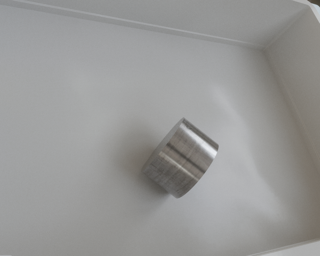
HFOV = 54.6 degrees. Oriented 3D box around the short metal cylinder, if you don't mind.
[{"bbox_3d":[0.023,0.034,0.361,0.050,0.080,0.080,38,51,-3],"label":"short metal cylinder"}]
